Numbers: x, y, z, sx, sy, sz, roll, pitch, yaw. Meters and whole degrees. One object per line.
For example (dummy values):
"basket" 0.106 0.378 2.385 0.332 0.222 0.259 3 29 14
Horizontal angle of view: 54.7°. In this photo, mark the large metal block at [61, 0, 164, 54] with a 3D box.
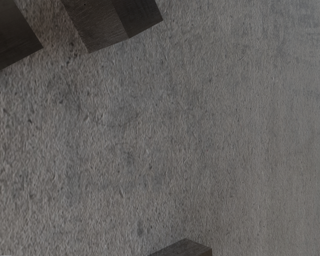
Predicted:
"large metal block" -0.055 -0.131 0.322 0.050 0.080 0.080 -40 115 -33

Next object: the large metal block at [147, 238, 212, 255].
"large metal block" 0.026 0.205 0.410 0.081 0.050 0.079 -8 95 -40

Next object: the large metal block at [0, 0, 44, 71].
"large metal block" -0.150 -0.081 0.243 0.050 0.080 0.080 -43 116 -32
